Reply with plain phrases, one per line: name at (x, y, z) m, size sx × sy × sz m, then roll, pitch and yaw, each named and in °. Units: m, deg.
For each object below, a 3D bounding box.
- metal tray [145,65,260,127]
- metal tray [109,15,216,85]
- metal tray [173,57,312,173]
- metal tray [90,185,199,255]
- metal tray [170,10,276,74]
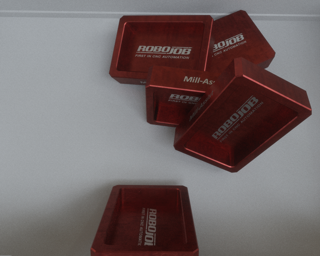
metal tray at (0.050, -0.031, 0.384) m, size 0.131 × 0.090 × 0.030 m, roll 7°, pitch 62°, yaw 2°
metal tray at (0.003, -0.103, 0.416) m, size 0.130 × 0.030 × 0.090 m, roll 7°, pitch 82°, yaw 19°
metal tray at (0.084, -0.006, 0.343) m, size 0.090 × 0.129 × 0.030 m, roll 23°, pitch 46°, yaw -15°
metal tray at (-0.012, 0.100, 0.320) m, size 0.091 × 0.130 × 0.030 m, roll 1°, pitch 104°, yaw 0°
metal tray at (0.085, -0.107, 0.447) m, size 0.131 × 0.030 × 0.090 m, roll -25°, pitch 72°, yaw -9°
